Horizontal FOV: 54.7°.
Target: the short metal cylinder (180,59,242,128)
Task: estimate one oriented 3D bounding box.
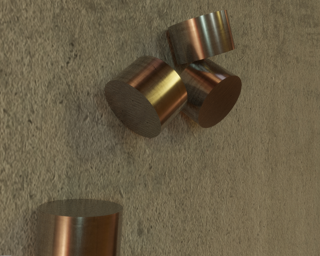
[{"bbox_3d":[0.063,-0.047,0.417,0.081,0.050,0.080,-31,144,-26],"label":"short metal cylinder"}]

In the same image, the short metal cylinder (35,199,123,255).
[{"bbox_3d":[-0.078,0.102,0.304,0.081,0.080,0.050,5,87,-40],"label":"short metal cylinder"}]

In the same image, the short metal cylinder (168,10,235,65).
[{"bbox_3d":[0.056,-0.121,0.415,0.081,0.080,0.050,-27,107,-37],"label":"short metal cylinder"}]

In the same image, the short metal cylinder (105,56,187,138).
[{"bbox_3d":[-0.016,-0.035,0.355,0.050,0.080,0.080,-47,118,-30],"label":"short metal cylinder"}]
